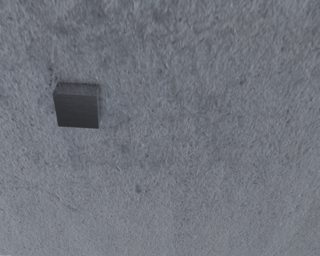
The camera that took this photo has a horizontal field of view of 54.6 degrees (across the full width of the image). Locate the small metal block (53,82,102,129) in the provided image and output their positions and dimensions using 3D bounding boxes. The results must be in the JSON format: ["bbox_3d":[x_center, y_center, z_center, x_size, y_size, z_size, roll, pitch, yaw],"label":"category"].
[{"bbox_3d":[-0.100,-0.027,0.383,0.050,0.025,0.050,3,130,-3],"label":"small metal block"}]
